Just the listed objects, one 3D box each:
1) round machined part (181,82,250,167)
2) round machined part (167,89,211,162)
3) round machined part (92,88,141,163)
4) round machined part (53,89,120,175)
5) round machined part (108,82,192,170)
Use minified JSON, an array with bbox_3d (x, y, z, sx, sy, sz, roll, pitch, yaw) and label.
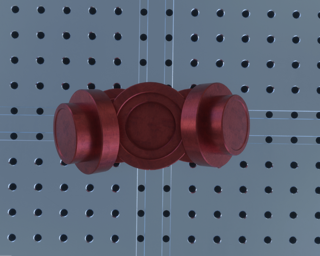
[{"bbox_3d":[0.069,-0.004,0.355,0.042,0.099,0.097,0,90,40],"label":"round machined part"},{"bbox_3d":[0.043,-0.003,0.405,0.099,0.042,0.097,0,90,-1],"label":"round machined part"},{"bbox_3d":[-0.055,-0.003,0.404,0.099,0.042,0.097,0,90,-1],"label":"round machined part"},{"bbox_3d":[-0.089,0.005,0.353,0.042,0.098,0.097,-6,90,-38],"label":"round machined part"},{"bbox_3d":[-0.011,-0.002,0.362,0.099,0.042,0.097,0,90,-1],"label":"round machined part"}]
